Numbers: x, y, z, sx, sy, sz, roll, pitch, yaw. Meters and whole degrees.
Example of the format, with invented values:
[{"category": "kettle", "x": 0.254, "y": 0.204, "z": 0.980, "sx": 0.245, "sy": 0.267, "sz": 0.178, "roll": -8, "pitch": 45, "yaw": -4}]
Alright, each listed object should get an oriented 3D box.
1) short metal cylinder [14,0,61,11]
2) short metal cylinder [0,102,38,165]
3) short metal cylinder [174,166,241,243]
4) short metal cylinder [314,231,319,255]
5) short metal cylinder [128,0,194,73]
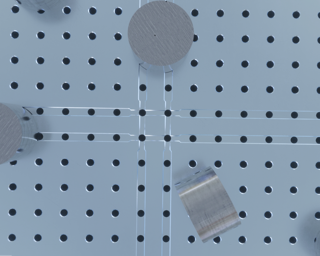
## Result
[{"category": "short metal cylinder", "x": -0.167, "y": -0.199, "z": 0.399, "sx": 0.081, "sy": 0.050, "sz": 0.079, "roll": 0, "pitch": 90, "yaw": -1}, {"category": "short metal cylinder", "x": -0.207, "y": 0.007, "z": 0.398, "sx": 0.081, "sy": 0.050, "sz": 0.079, "roll": 0, "pitch": 90, "yaw": -1}, {"category": "short metal cylinder", "x": 0.058, "y": 0.095, "z": 0.387, "sx": 0.050, "sy": 0.080, "sz": 0.080, "roll": -27, "pitch": 90, "yaw": 0}, {"category": "short metal cylinder", "x": 0.255, "y": 0.166, "z": 0.404, "sx": 0.081, "sy": 0.050, "sz": 0.079, "roll": 0, "pitch": 90, "yaw": -1}, {"category": "short metal cylinder", "x": 0.001, "y": -0.115, "z": 0.401, "sx": 0.081, "sy": 0.050, "sz": 0.079, "roll": 0, "pitch": 90, "yaw": -1}]
